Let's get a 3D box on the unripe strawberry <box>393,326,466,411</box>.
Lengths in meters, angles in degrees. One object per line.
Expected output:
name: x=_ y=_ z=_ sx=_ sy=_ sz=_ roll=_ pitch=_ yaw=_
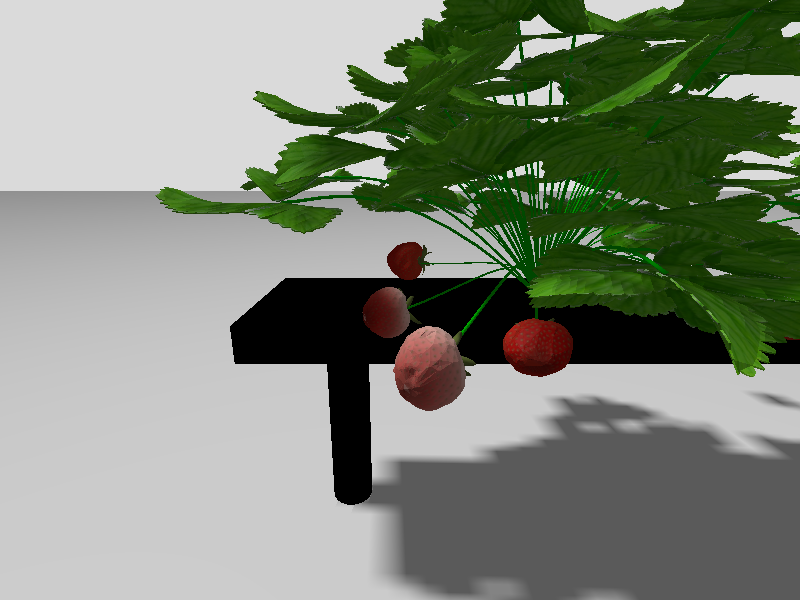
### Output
unripe strawberry: x=0.011 y=0.032 z=0.180 sx=0.033 sy=0.037 sz=0.036 roll=10 pitch=20 yaw=30

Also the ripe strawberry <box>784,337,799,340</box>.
ripe strawberry: x=0.258 y=0.013 z=0.257 sx=0.028 sy=0.028 sz=0.031 roll=14 pitch=22 yaw=37

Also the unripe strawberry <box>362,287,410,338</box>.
unripe strawberry: x=-0.010 y=0.009 z=0.263 sx=0.032 sy=0.033 sz=0.029 roll=-13 pitch=21 yaw=-35

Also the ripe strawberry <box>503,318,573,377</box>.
ripe strawberry: x=0.071 y=0.026 z=0.207 sx=0.035 sy=0.032 sz=0.032 roll=6 pitch=18 yaw=18

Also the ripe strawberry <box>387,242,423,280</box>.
ripe strawberry: x=0.006 y=-0.041 z=0.416 sx=0.038 sy=0.040 sz=0.035 roll=8 pitch=19 yaw=26
